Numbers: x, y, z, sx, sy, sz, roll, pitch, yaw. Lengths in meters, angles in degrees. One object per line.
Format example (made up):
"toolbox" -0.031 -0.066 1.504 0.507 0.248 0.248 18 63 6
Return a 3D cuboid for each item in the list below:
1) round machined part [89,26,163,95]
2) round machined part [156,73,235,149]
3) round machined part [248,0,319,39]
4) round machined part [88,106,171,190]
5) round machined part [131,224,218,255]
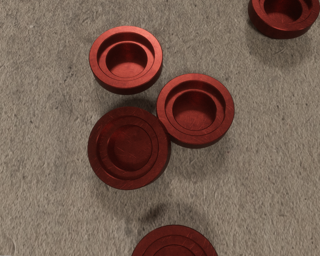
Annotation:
"round machined part" -0.046 -0.089 0.431 0.099 0.042 0.098 0 70 -1
"round machined part" 0.044 -0.019 0.407 0.099 0.042 0.098 0 70 -1
"round machined part" 0.181 -0.174 0.465 0.099 0.042 0.098 0 70 -1
"round machined part" -0.034 0.025 0.379 0.098 0.042 0.097 -1 84 12
"round machined part" 0.015 0.158 0.341 0.099 0.042 0.098 0 70 -1
